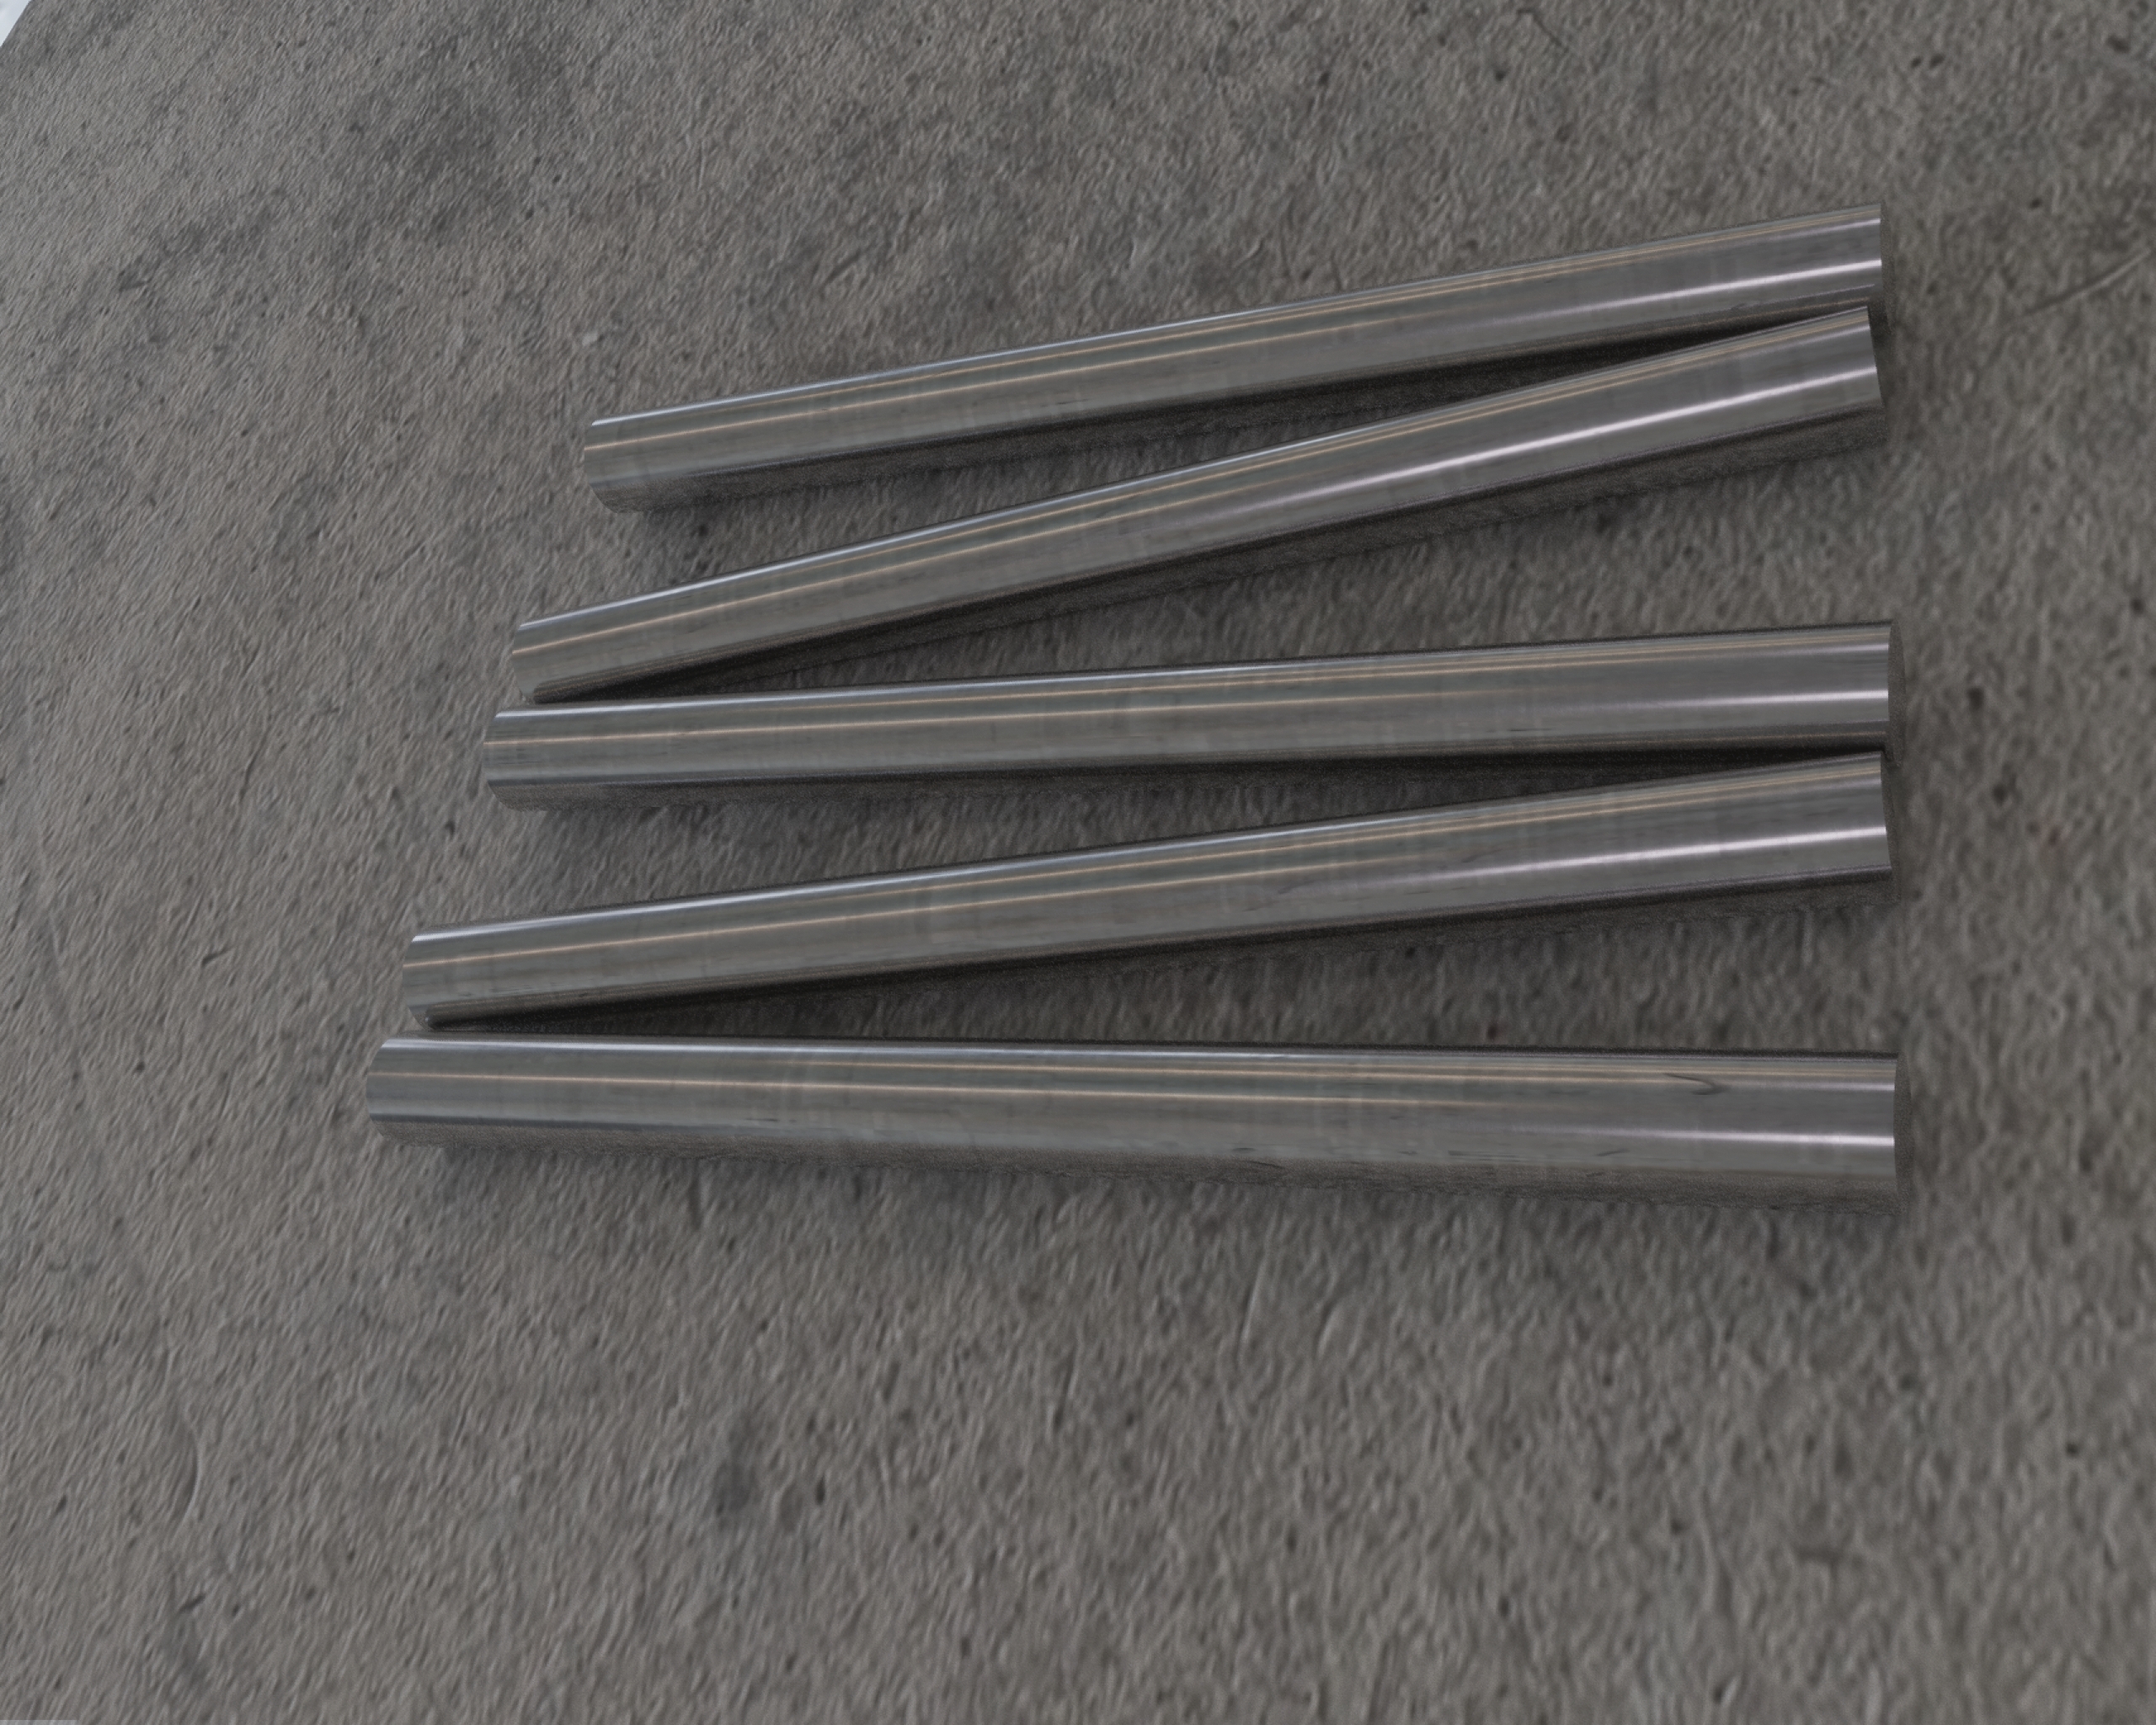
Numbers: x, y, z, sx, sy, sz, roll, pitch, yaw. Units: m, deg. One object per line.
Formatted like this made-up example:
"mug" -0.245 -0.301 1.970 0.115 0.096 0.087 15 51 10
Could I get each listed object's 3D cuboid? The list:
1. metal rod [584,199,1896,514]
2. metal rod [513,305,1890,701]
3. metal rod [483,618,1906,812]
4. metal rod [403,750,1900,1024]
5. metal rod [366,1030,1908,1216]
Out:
"metal rod" 0.018 -0.106 0.459 0.300 0.025 0.025 -2 61 27
"metal rod" 0.010 -0.068 0.440 0.300 0.025 0.025 -9 58 23
"metal rod" 0.004 -0.026 0.418 0.300 0.025 0.025 -1 61 27
"metal rod" -0.004 0.010 0.399 0.300 0.025 0.025 -7 59 24
"metal rod" -0.010 0.045 0.381 0.300 0.025 0.025 -2 61 27
